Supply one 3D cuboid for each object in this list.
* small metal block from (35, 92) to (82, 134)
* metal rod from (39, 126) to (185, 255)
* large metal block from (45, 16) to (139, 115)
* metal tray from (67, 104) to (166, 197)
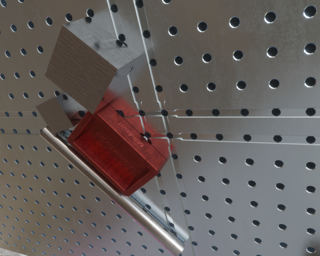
[{"bbox_3d":[-0.154,-0.023,0.476,0.050,0.025,0.050,-16,110,34],"label":"small metal block"},{"bbox_3d":[-0.078,0.104,0.514,0.300,0.025,0.025,42,129,-2],"label":"metal rod"},{"bbox_3d":[-0.087,-0.078,0.391,0.080,0.050,0.080,39,129,1],"label":"large metal block"},{"bbox_3d":[-0.066,0.033,0.461,0.130,0.030,0.090,44,129,-3],"label":"metal tray"}]
